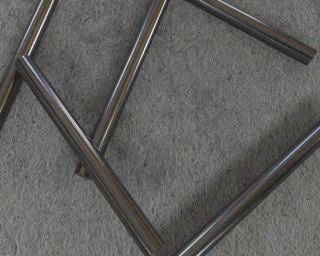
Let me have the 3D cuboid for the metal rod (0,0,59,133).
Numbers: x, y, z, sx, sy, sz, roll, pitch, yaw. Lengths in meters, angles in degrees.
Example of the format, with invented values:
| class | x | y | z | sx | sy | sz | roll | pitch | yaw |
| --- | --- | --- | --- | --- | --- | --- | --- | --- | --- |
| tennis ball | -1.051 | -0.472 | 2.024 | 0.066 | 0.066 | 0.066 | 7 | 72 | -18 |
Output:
| class | x | y | z | sx | sy | sz | roll | pitch | yaw |
| --- | --- | --- | --- | --- | --- | --- | --- | --- | --- |
| metal rod | -0.204 | -0.069 | 0.431 | 0.025 | 0.025 | 0.299 | 13 | 70 | 4 |

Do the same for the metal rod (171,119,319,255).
| class | x | y | z | sx | sy | sz | roll | pitch | yaw |
| --- | --- | --- | --- | --- | --- | --- | --- | --- | --- |
| metal rod | 0.117 | 0.079 | 0.379 | 0.301 | 0.025 | 0.025 | -38 | 75 | -13 |

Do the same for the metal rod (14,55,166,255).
| class | x | y | z | sx | sy | sz | roll | pitch | yaw |
| --- | --- | --- | --- | --- | --- | --- | --- | --- | --- |
| metal rod | -0.095 | 0.020 | 0.373 | 0.025 | 0.025 | 0.300 | -36 | 71 | -12 |

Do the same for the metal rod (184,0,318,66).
| class | x | y | z | sx | sy | sz | roll | pitch | yaw |
| --- | --- | --- | --- | --- | --- | --- | --- | --- | --- |
| metal rod | 0.095 | -0.180 | 0.474 | 0.301 | 0.025 | 0.025 | 33 | 73 | 11 |

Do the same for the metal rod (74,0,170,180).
| class | x | y | z | sx | sy | sz | roll | pitch | yaw |
| --- | --- | --- | --- | --- | --- | --- | --- | --- | --- |
| metal rod | -0.045 | -0.072 | 0.434 | 0.025 | 0.025 | 0.300 | 18 | 71 | 6 |
